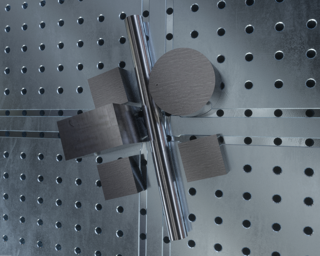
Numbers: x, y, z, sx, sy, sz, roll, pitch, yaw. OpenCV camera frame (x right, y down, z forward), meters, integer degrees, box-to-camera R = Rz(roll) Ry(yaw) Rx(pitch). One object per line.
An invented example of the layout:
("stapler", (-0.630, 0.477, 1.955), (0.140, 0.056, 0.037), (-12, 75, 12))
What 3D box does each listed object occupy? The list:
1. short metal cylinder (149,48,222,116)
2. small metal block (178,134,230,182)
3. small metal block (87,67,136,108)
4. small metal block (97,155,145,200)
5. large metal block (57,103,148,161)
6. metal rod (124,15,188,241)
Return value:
("short metal cylinder", (0.033, -0.054, 0.387), (0.080, 0.050, 0.079), (0, 90, 19))
("small metal block", (0.055, 0.038, 0.392), (0.050, 0.025, 0.050), (-15, 85, 19))
("small metal block", (-0.068, -0.052, 0.435), (0.050, 0.025, 0.050), (-18, 84, 18))
("small metal block", (-0.054, 0.069, 0.431), (0.050, 0.025, 0.050), (-16, 85, 19))
("large metal block", (-0.072, 0.005, 0.406), (0.080, 0.080, 0.050), (-16, 85, 19))
("metal rod", (-0.006, -0.004, 0.413), (0.025, 0.025, 0.298), (-13, 86, 19))
